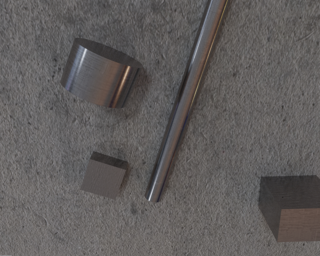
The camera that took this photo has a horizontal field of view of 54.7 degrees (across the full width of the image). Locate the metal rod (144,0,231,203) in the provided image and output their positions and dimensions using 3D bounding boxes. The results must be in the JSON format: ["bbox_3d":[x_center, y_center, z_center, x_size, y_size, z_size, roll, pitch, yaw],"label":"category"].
[{"bbox_3d":[0.032,-0.034,0.397,0.025,0.025,0.298,15,109,-6],"label":"metal rod"}]

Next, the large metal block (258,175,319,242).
[{"bbox_3d":[0.189,0.107,0.423,0.081,0.080,0.050,-2,110,0],"label":"large metal block"}]

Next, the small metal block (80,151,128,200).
[{"bbox_3d":[-0.078,0.066,0.433,0.050,0.025,0.050,18,109,-7],"label":"small metal block"}]

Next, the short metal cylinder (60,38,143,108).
[{"bbox_3d":[-0.066,-0.063,0.356,0.080,0.080,0.050,22,109,-8],"label":"short metal cylinder"}]
